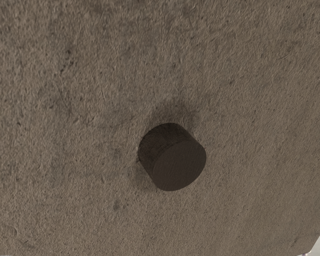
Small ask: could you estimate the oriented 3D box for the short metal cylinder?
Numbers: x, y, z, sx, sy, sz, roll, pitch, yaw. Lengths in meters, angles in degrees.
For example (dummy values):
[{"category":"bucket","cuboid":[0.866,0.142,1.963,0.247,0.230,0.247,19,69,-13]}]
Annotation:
[{"category":"short metal cylinder","cuboid":[0.016,0.039,0.426,0.081,0.050,0.079,-14,125,-21]}]
